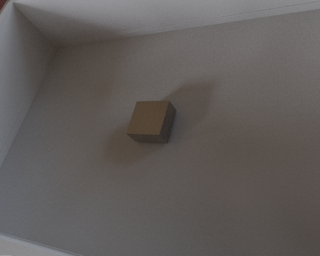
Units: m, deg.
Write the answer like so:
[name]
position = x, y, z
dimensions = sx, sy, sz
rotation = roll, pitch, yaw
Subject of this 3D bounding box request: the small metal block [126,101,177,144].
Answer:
[small metal block]
position = -0.011, -0.008, 0.413
dimensions = 0.050, 0.025, 0.050
rotation = 2, 63, 29
